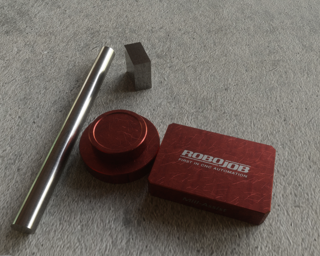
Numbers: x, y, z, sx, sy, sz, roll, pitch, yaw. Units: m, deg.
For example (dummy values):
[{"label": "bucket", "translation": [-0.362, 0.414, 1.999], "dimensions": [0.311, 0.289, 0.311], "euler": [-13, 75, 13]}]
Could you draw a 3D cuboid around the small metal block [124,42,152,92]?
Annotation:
[{"label": "small metal block", "translation": [-0.033, -0.092, 0.464], "dimensions": [0.025, 0.050, 0.050], "euler": [-15, 52, -12]}]

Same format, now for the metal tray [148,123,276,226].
[{"label": "metal tray", "translation": [0.061, 0.049, 0.359], "dimensions": [0.131, 0.030, 0.090], "euler": [14, 51, 11]}]

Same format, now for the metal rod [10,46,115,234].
[{"label": "metal rod", "translation": [-0.113, -0.010, 0.410], "dimensions": [0.025, 0.025, 0.300], "euler": [8, 50, 7]}]

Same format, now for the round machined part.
[{"label": "round machined part", "translation": [-0.049, 0.015, 0.379], "dimensions": [0.099, 0.042, 0.098], "euler": [0, 50, 0]}]
